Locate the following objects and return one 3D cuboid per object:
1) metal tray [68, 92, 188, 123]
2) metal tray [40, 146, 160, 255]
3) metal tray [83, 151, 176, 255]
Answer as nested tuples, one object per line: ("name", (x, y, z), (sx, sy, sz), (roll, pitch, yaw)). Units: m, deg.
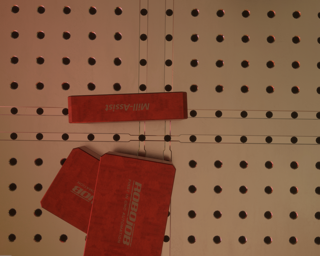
("metal tray", (-0.035, -0.023, 0.380), (0.131, 0.090, 0.030), (-2, 90, -1))
("metal tray", (-0.076, 0.094, 0.410), (0.130, 0.030, 0.090), (31, 90, -1))
("metal tray", (-0.036, 0.100, 0.380), (0.091, 0.030, 0.129), (10, 90, -1))
